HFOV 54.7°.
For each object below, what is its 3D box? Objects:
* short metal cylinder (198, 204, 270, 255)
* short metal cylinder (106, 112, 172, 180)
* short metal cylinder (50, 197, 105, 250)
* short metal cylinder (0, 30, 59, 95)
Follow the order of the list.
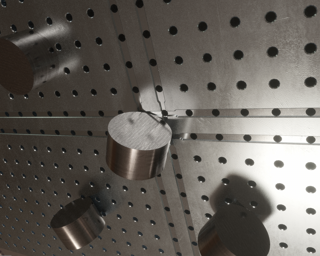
[{"bbox_3d":[0.098,0.151,0.416,0.080,0.080,0.050,32,128,7],"label":"short metal cylinder"},{"bbox_3d":[-0.029,0.022,0.403,0.080,0.080,0.050,22,127,15],"label":"short metal cylinder"},{"bbox_3d":[-0.146,0.169,0.555,0.080,0.080,0.050,-13,112,33],"label":"short metal cylinder"},{"bbox_3d":[-0.192,-0.093,0.436,0.080,0.050,0.079,13,124,20],"label":"short metal cylinder"}]
